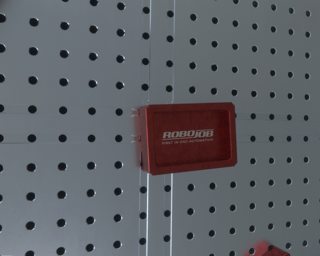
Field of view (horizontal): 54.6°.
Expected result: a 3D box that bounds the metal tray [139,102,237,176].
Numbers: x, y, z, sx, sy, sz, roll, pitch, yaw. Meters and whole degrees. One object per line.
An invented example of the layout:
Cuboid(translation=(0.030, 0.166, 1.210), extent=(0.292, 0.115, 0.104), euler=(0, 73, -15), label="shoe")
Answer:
Cuboid(translation=(0.040, 0.012, 0.424), extent=(0.131, 0.030, 0.090), euler=(-3, 91, -20), label="metal tray")

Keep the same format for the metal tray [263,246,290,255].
Cuboid(translation=(0.183, 0.263, 0.477), extent=(0.090, 0.030, 0.130), euler=(-33, 101, -17), label="metal tray")
